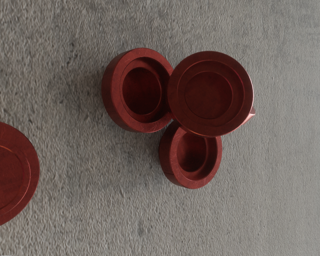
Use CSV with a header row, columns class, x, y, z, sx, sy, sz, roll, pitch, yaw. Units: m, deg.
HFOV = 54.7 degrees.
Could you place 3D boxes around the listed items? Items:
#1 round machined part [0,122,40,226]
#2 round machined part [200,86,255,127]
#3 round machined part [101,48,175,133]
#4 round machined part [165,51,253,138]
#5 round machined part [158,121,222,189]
class,x,y,z,sx,sy,sz,roll,pitch,yaw
round machined part,-0.153,0.041,0.266,0.099,0.042,0.097,0,90,-40
round machined part,0.085,-0.040,0.442,0.098,0.042,0.098,33,27,-19
round machined part,-0.027,-0.043,0.371,0.099,0.042,0.097,0,90,-40
round machined part,0.055,-0.037,0.365,0.099,0.042,0.097,1,85,-6
round machined part,0.037,0.031,0.423,0.099,0.042,0.097,-2,94,-39
